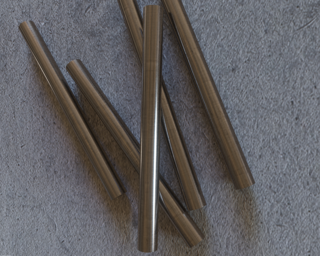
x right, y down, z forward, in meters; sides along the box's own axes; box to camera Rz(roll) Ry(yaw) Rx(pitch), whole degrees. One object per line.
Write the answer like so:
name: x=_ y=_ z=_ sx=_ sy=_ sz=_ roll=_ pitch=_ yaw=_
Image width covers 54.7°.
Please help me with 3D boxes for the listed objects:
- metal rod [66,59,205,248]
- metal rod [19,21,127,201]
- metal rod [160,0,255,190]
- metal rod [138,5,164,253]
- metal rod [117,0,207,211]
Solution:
metal rod: x=-0.040 y=0.026 z=0.422 sx=0.025 sy=0.025 sz=0.299 roll=-40 pitch=78 yaw=16
metal rod: x=-0.132 y=-0.032 z=0.455 sx=0.025 sy=0.025 sz=0.299 roll=-34 pitch=79 yaw=17
metal rod: x=0.051 y=-0.069 z=0.390 sx=0.025 sy=0.025 sz=0.299 roll=-23 pitch=83 yaw=18
metal rod: x=-0.012 y=0.001 z=0.385 sx=0.025 sy=0.025 sz=0.298 roll=2 pitch=91 yaw=20
metal rod: x=0.000 y=-0.040 z=0.408 sx=0.025 sy=0.025 sz=0.299 roll=-21 pitch=83 yaw=19
